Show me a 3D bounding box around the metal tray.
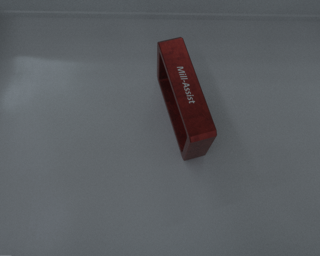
[{"bbox_3d":[0.028,-0.033,0.385,0.030,0.090,0.130,-15,71,-6],"label":"metal tray"}]
